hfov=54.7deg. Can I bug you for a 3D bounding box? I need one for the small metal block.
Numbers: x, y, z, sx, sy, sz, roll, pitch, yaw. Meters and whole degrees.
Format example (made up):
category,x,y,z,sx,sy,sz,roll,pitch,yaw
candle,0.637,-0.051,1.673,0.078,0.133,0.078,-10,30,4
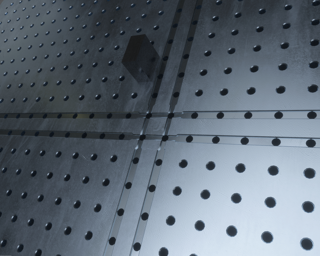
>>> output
category,x,y,z,sx,sy,sz,roll,pitch,yaw
small metal block,-0.028,-0.105,0.470,0.025,0.050,0.050,1,62,28
